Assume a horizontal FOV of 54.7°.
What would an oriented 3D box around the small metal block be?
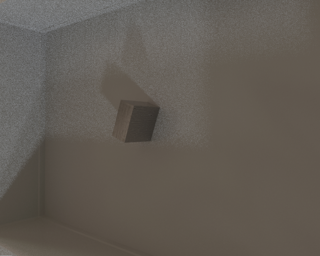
[{"bbox_3d":[-0.032,-0.009,0.415,0.025,0.050,0.050,25,106,37],"label":"small metal block"}]
